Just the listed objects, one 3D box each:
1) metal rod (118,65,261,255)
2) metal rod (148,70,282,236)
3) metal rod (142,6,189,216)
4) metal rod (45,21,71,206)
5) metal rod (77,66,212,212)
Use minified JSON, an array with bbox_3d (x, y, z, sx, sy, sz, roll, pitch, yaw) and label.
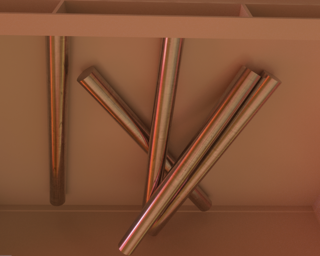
[{"bbox_3d":[0.028,0.054,0.401,0.025,0.025,0.298,26,109,-21],"label":"metal rod"},{"bbox_3d":[0.059,0.051,0.428,0.025,0.025,0.298,23,119,-19],"label":"metal rod"},{"bbox_3d":[0.000,0.006,0.388,0.025,0.025,0.298,5,122,-5],"label":"metal rod"},{"bbox_3d":[-0.136,0.006,0.412,0.025,0.025,0.298,9,130,-8],"label":"metal rod"},{"bbox_3d":[-0.005,0.034,0.437,0.025,0.025,0.300,-26,126,20],"label":"metal rod"}]
